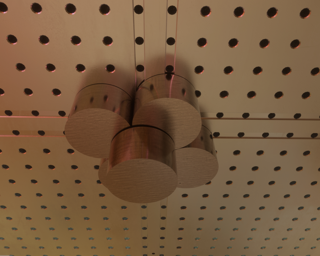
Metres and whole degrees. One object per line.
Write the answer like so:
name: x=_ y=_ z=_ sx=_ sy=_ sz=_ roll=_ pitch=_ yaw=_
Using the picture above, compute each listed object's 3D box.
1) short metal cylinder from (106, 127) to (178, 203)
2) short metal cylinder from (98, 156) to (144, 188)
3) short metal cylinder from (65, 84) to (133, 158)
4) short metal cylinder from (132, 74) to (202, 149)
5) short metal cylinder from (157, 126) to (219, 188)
short metal cylinder: x=-0.021 y=0.045 z=0.365 sx=0.081 sy=0.050 sz=0.079 roll=-1 pitch=132 yaw=-1
short metal cylinder: x=-0.043 y=0.049 z=0.435 sx=0.081 sy=0.050 sz=0.079 roll=0 pitch=130 yaw=0
short metal cylinder: x=-0.072 y=-0.008 z=0.387 sx=0.081 sy=0.050 sz=0.079 roll=0 pitch=130 yaw=0
short metal cylinder: x=0.008 y=-0.018 z=0.379 sx=0.081 sy=0.050 sz=0.079 roll=0 pitch=130 yaw=0
short metal cylinder: x=0.037 y=0.038 z=0.428 sx=0.081 sy=0.050 sz=0.079 roll=0 pitch=130 yaw=0
